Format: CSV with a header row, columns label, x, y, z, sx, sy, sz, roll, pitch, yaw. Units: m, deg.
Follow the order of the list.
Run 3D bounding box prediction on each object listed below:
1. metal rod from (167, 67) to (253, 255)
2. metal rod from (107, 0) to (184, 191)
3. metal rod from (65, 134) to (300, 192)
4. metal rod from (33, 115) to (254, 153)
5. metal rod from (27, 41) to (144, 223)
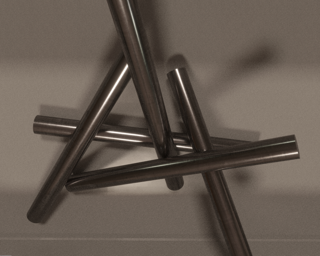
label,x,y,z,sx,sy,sz,roll,pitch,yaw
metal rod,0.069,0.070,0.376,0.025,0.025,0.299,-20,86,6
metal rod,-0.008,-0.024,0.339,0.025,0.025,0.299,-12,134,4
metal rod,0.006,0.049,0.375,0.300,0.025,0.025,-13,111,26
metal rod,-0.013,0.014,0.416,0.302,0.025,0.025,7,110,-3
metal rod,-0.104,0.022,0.392,0.025,0.025,0.298,31,117,-11
